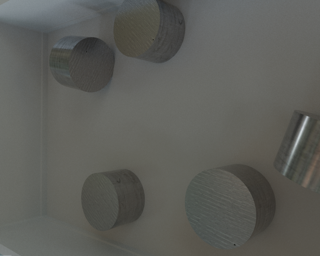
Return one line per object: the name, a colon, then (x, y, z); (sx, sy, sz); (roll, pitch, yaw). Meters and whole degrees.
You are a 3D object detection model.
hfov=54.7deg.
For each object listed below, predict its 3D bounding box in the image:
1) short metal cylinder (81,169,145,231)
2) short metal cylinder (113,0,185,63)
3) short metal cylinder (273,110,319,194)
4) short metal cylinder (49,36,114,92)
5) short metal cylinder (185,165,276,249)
short metal cylinder: (-0.068, 0.102, 0.447); (0.080, 0.050, 0.080); (0, 90, 40)
short metal cylinder: (-0.015, -0.128, 0.403); (0.080, 0.050, 0.080); (0, 90, 40)
short metal cylinder: (0.142, 0.022, 0.254); (0.080, 0.081, 0.050); (27, 107, 37)
short metal cylinder: (-0.117, -0.097, 0.468); (0.050, 0.081, 0.079); (17, 101, 39)
short metal cylinder: (0.074, 0.081, 0.330); (0.080, 0.050, 0.080); (0, 90, 40)
